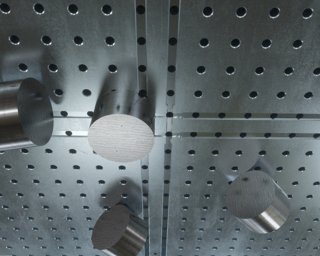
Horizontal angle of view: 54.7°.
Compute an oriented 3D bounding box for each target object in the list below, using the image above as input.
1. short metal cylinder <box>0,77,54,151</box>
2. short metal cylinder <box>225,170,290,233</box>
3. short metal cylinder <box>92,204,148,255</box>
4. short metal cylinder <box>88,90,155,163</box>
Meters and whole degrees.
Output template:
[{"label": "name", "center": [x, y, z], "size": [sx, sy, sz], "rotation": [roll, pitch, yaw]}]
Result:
[{"label": "short metal cylinder", "center": [-0.167, -0.015, 0.361], "size": [0.050, 0.080, 0.080], "rotation": [-8, 130, 6]}, {"label": "short metal cylinder", "center": [0.148, 0.112, 0.472], "size": [0.080, 0.080, 0.050], "rotation": [-32, 123, 24]}, {"label": "short metal cylinder", "center": [-0.068, 0.178, 0.527], "size": [0.080, 0.080, 0.050], "rotation": [-28, 125, 21]}, {"label": "short metal cylinder", "center": [-0.047, -0.002, 0.393], "size": [0.081, 0.050, 0.079], "rotation": [0, 130, 0]}]
